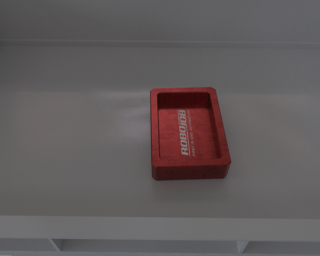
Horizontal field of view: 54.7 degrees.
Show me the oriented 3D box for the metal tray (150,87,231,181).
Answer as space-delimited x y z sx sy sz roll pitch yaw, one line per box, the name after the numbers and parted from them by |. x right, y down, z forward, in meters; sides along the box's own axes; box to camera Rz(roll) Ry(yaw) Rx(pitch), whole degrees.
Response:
0.034 0.003 0.399 0.091 0.030 0.130 -1 50 -1 | metal tray

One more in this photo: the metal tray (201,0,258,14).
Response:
0.137 -0.290 0.649 0.130 0.030 0.090 30 56 22 | metal tray
